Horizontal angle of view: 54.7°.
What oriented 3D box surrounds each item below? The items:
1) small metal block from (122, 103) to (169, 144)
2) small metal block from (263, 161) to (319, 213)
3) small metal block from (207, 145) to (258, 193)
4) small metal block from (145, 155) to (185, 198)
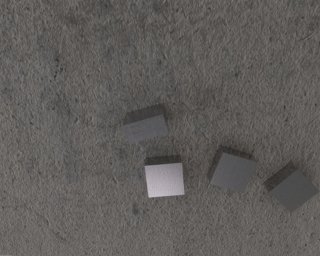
[{"bbox_3d":[-0.017,-0.007,0.394,0.050,0.050,0.025,-15,110,5],"label":"small metal block"},{"bbox_3d":[0.187,0.085,0.443,0.050,0.025,0.050,42,105,-14],"label":"small metal block"},{"bbox_3d":[0.100,0.057,0.432,0.050,0.025,0.050,17,109,-6],"label":"small metal block"},{"bbox_3d":[0.007,0.067,0.435,0.050,0.025,0.050,-5,110,1],"label":"small metal block"}]
